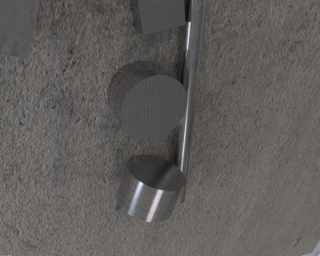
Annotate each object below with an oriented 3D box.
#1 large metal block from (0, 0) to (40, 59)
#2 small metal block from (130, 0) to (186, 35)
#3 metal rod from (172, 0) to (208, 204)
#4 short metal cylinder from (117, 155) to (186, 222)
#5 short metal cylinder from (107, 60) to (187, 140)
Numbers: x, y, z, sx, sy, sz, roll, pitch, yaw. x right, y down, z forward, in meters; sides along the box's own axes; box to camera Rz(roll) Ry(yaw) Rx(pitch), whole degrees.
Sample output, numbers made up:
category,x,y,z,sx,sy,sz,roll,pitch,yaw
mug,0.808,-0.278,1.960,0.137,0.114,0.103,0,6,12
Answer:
category,x,y,z,sx,sy,sz,roll,pitch,yaw
large metal block,-0.124,-0.108,0.237,0.050,0.080,0.079,7,115,-32
small metal block,-0.003,-0.131,0.324,0.050,0.025,0.050,-19,126,-17
metal rod,0.034,-0.017,0.414,0.025,0.025,0.298,-11,123,-22
short metal cylinder,-0.012,0.078,0.413,0.081,0.080,0.050,6,115,-31
short metal cylinder,-0.016,-0.033,0.362,0.081,0.050,0.079,-14,124,-21
